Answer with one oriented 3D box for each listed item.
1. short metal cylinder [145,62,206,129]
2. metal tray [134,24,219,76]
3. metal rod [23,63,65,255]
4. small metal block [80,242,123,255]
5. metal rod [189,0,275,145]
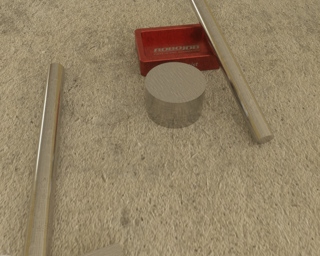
[{"bbox_3d":[0.020,-0.046,0.426,0.081,0.050,0.080,0,50,0],"label":"short metal cylinder"},{"bbox_3d":[0.028,-0.131,0.510,0.131,0.030,0.090,-7,50,-6],"label":"metal tray"},{"bbox_3d":[-0.138,0.023,0.381,0.025,0.025,0.300,-6,50,-6],"label":"metal rod"},{"bbox_3d":[-0.054,0.141,0.284,0.050,0.025,0.050,-15,52,-13],"label":"small metal block"},{"bbox_3d":[0.093,-0.112,0.461,0.025,0.025,0.299,-12,63,-10],"label":"metal rod"}]
